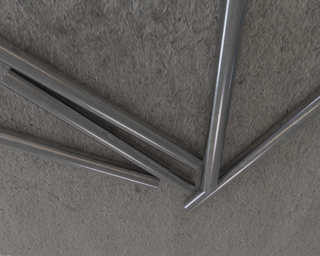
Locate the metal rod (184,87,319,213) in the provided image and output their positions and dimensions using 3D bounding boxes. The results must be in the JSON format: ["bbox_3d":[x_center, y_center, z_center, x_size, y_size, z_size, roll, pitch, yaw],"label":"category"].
[{"bbox_3d":[0.134,0.037,0.439,0.025,0.025,0.298,27,125,-21],"label":"metal rod"}]

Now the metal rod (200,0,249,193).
[{"bbox_3d":[0.073,-0.030,0.373,0.025,0.025,0.298,0,128,0],"label":"metal rod"}]

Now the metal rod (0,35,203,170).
[{"bbox_3d":[-0.065,-0.022,0.387,0.301,0.025,0.025,31,124,-24],"label":"metal rod"}]

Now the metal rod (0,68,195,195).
[{"bbox_3d":[-0.065,0.016,0.420,0.301,0.025,0.025,35,122,-26],"label":"metal rod"}]

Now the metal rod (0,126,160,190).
[{"bbox_3d":[-0.141,0.036,0.435,0.302,0.025,0.025,19,128,-16],"label":"metal rod"}]
